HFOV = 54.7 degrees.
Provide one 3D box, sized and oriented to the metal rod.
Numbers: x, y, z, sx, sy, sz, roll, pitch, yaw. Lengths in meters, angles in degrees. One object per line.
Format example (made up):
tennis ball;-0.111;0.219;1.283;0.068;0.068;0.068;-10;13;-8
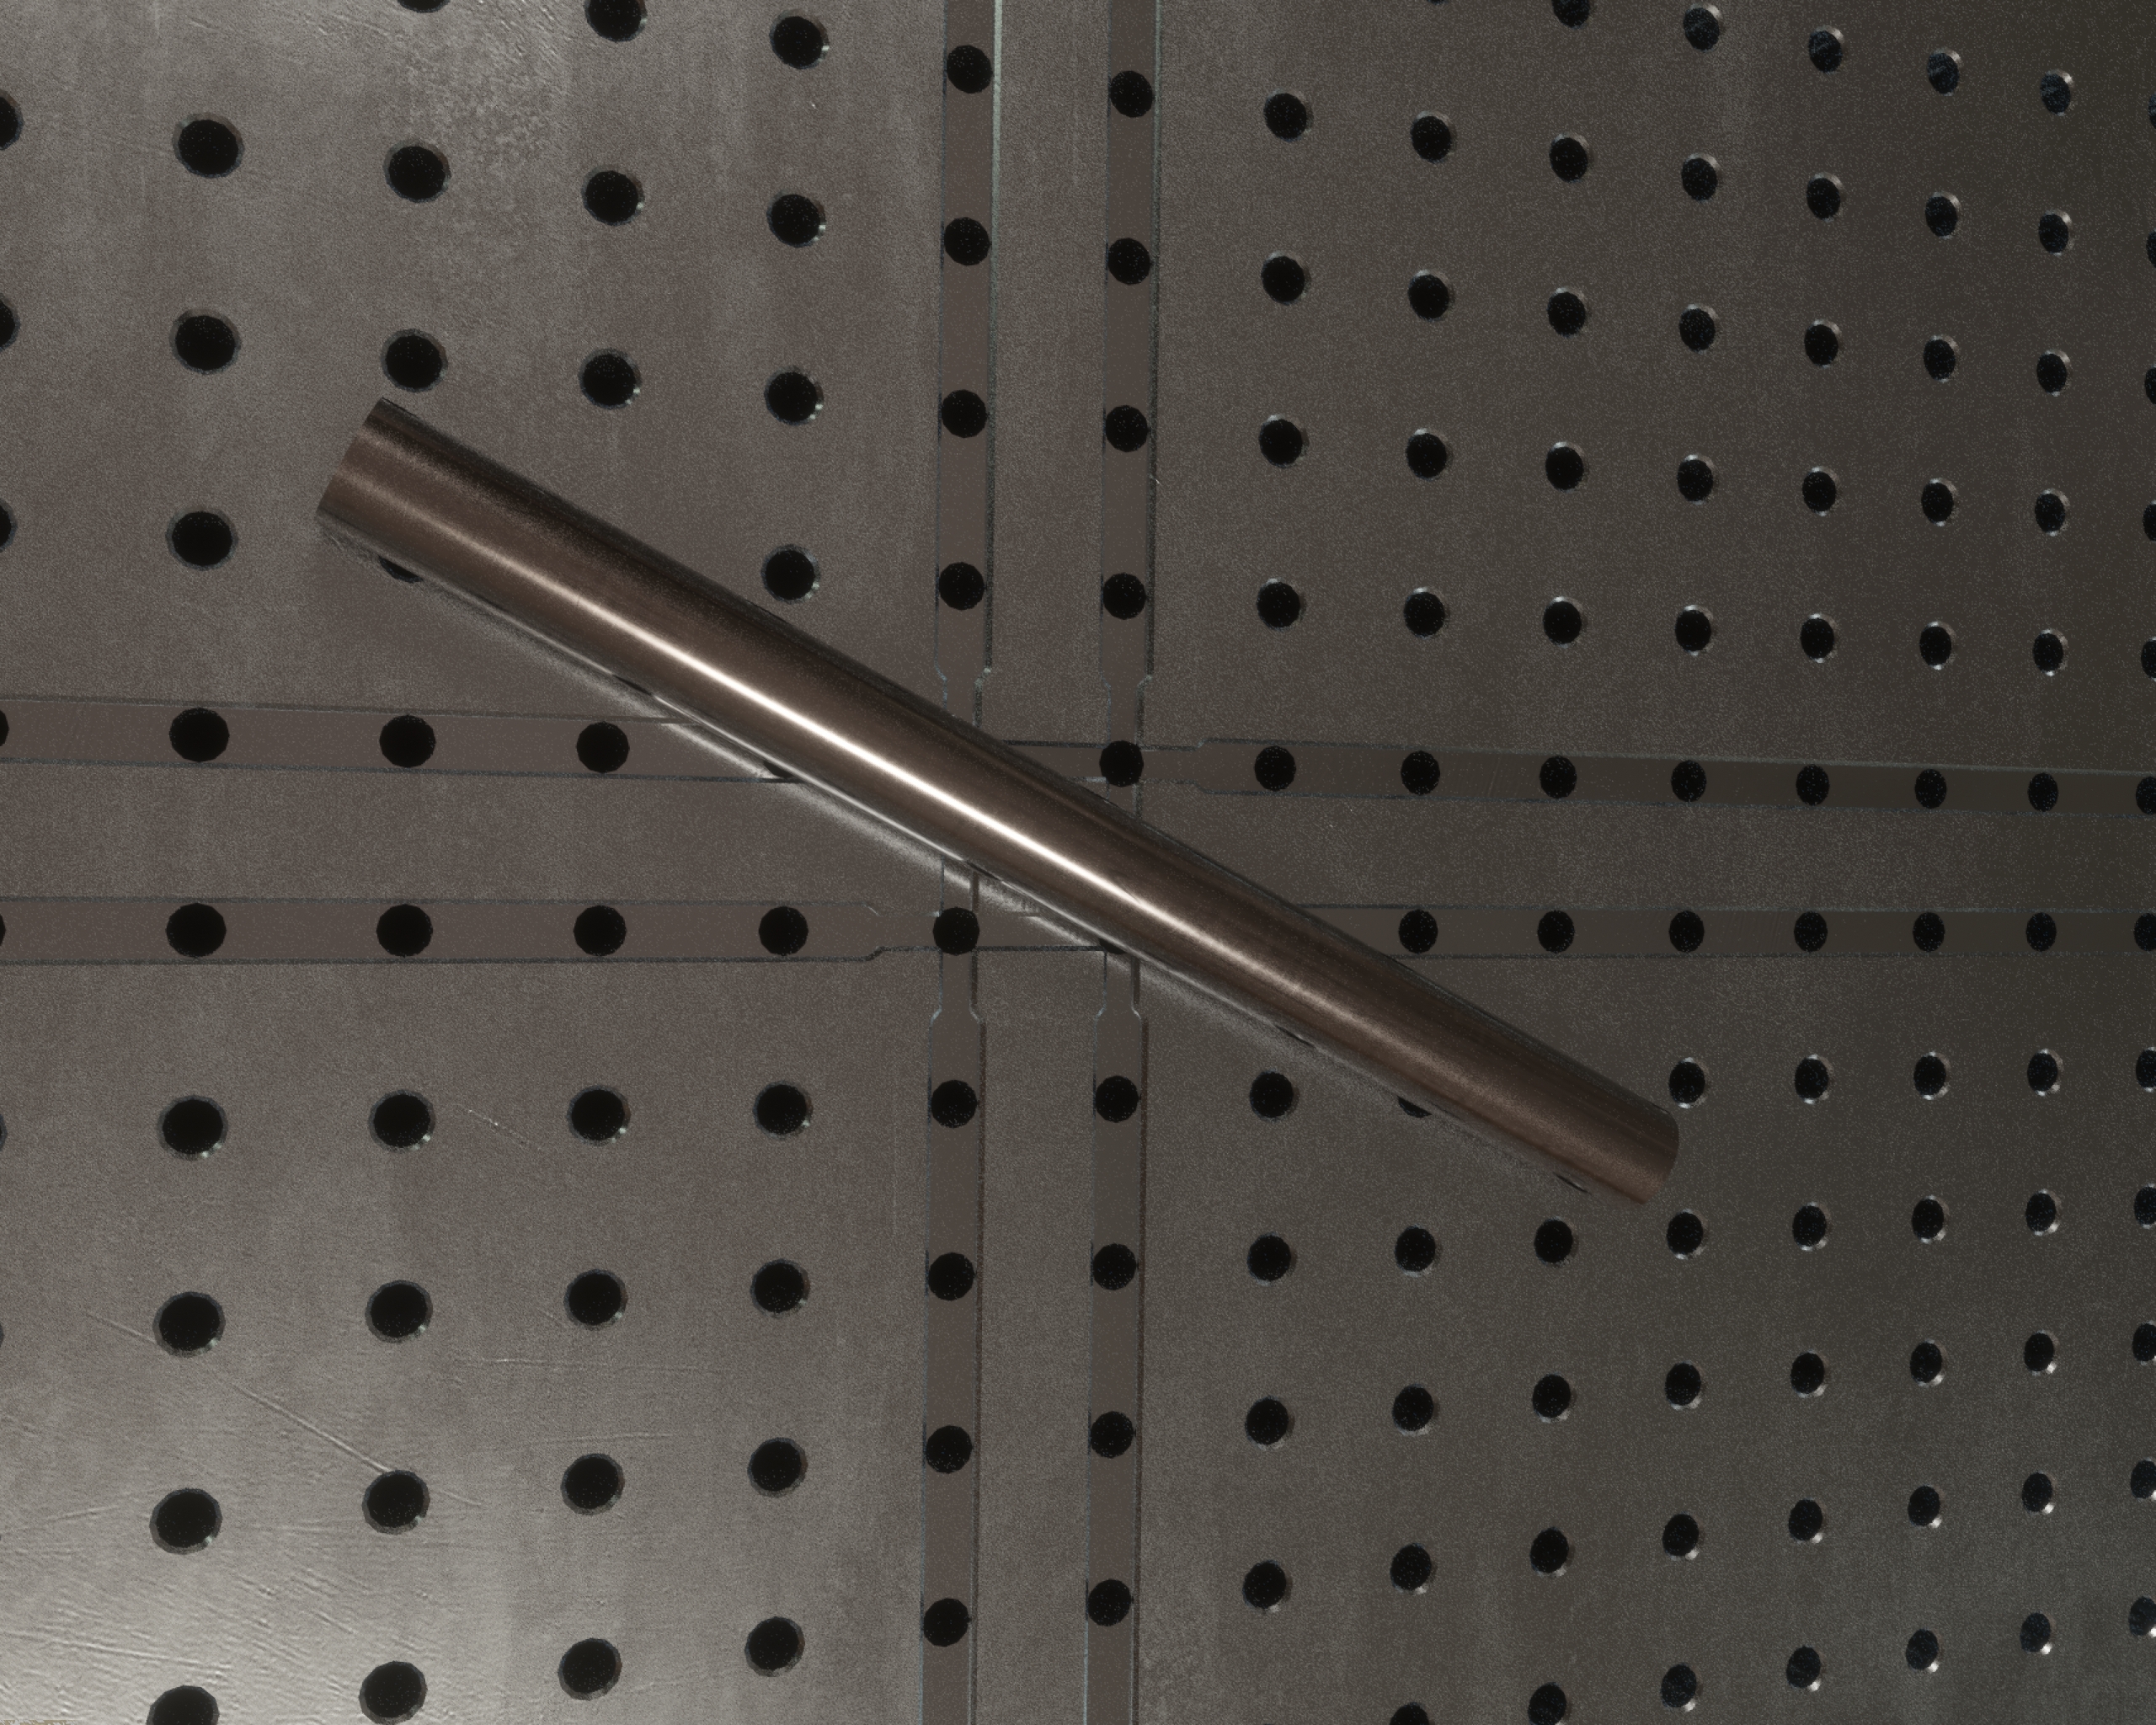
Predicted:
metal rod;-0.002;-0.003;0.413;0.301;0.025;0.025;28;81;-18
